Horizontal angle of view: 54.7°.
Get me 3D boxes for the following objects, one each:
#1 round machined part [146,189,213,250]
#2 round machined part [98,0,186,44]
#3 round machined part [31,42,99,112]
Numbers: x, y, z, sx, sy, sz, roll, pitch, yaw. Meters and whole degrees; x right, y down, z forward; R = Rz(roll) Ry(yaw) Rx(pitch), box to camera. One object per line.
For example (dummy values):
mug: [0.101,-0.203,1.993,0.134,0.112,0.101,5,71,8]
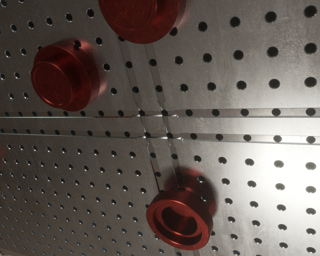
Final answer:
round machined part: [0.032,0.132,0.463,0.098,0.042,0.097,13,124,20]
round machined part: [-0.026,-0.137,0.328,0.098,0.042,0.097,13,124,20]
round machined part: [-0.137,-0.066,0.430,0.098,0.042,0.097,13,124,20]
